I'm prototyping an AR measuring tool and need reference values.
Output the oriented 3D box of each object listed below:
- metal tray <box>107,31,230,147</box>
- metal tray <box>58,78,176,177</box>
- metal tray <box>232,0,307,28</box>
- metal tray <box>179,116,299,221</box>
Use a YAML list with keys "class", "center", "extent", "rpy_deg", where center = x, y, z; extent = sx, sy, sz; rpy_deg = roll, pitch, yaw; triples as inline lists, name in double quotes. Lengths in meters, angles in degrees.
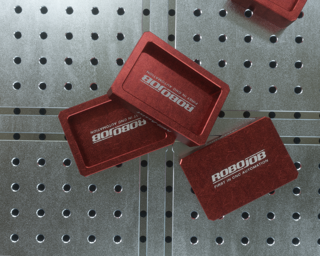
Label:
- class: "metal tray"
  center: [0.013, -0.045, 0.384]
  extent: [0.130, 0.030, 0.090]
  rpy_deg: [31, 74, -13]
- class: "metal tray"
  center: [-0.055, -0.001, 0.410]
  extent: [0.131, 0.030, 0.090]
  rpy_deg: [-21, 90, 0]
- class: "metal tray"
  center: [0.165, -0.213, 0.411]
  extent: [0.090, 0.030, 0.130]
  rpy_deg: [29, 90, 0]
- class: "metal tray"
  center: [0.102, 0.052, 0.412]
  extent: [0.130, 0.030, 0.090]
  rpy_deg: [-27, 90, 0]
